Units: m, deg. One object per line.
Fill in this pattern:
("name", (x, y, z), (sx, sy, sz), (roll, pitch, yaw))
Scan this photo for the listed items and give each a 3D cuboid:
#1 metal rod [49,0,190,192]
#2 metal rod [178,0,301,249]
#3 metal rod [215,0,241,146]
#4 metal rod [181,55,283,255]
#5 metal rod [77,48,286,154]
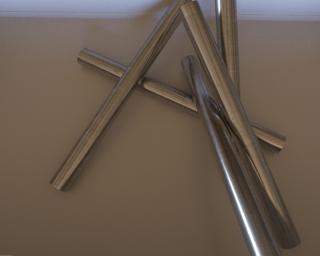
("metal rod", (-0.046, -0.052, 0.404), (0.025, 0.025, 0.300), (31, 82, 10))
("metal rod", (0.092, -0.002, 0.357), (0.025, 0.025, 0.299), (-24, 92, -8))
("metal rod", (0.083, -0.090, 0.375), (0.025, 0.025, 0.298), (-4, 96, -2))
("metal rod", (0.067, 0.013, 0.345), (0.025, 0.025, 0.300), (-10, 47, -4))
("metal rod", (0.023, -0.041, 0.424), (0.301, 0.025, 0.025), (25, 72, 8))
